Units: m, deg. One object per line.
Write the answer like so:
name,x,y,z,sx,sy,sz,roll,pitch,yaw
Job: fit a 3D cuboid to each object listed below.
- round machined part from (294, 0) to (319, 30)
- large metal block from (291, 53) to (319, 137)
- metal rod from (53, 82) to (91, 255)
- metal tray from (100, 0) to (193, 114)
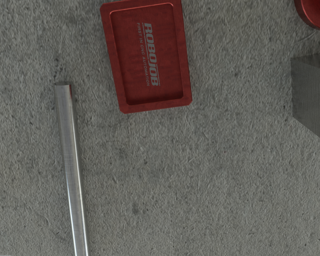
round machined part,0.206,-0.158,0.345,0.099,0.042,0.097,0,110,0
large metal block,0.198,-0.042,0.367,0.050,0.080,0.079,-10,110,3
metal rod,-0.121,0.084,0.439,0.025,0.025,0.298,0,110,0
metal tray,-0.013,-0.087,0.374,0.091,0.030,0.129,-8,110,2
